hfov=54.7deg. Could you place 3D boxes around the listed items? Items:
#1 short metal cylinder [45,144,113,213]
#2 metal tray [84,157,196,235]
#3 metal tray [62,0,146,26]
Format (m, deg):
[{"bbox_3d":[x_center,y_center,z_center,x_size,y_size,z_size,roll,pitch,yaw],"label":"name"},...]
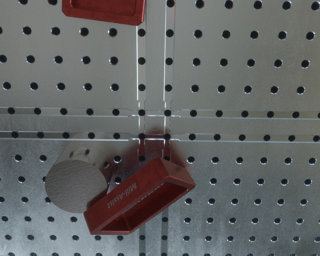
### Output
[{"bbox_3d":[-0.109,0.068,0.424,0.081,0.050,0.079,0,110,-1],"label":"short metal cylinder"},{"bbox_3d":[-0.025,0.097,0.418,0.130,0.030,0.090,-39,148,13],"label":"metal tray"},{"bbox_3d":[-0.057,-0.186,0.341,0.091,0.030,0.129,7,110,-3],"label":"metal tray"}]
